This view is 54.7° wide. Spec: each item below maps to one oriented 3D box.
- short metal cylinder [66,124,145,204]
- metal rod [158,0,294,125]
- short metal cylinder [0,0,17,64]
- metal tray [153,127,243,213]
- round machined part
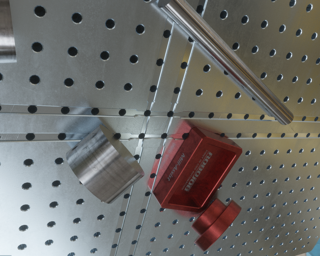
[{"bbox_3d":[-0.063,0.042,0.367,0.050,0.080,0.080,-41,129,0],"label":"short metal cylinder"},{"bbox_3d":[0.108,-0.077,0.422,0.301,0.025,0.025,31,101,-38],"label":"metal rod"},{"bbox_3d":[-0.145,-0.090,0.241,0.050,0.080,0.079,-8,122,-24],"label":"short metal cylinder"},{"bbox_3d":[0.059,0.069,0.482,0.091,0.030,0.129,19,109,-36],"label":"metal tray"},{"bbox_3d":[0.090,0.157,0.527,0.098,0.042,0.098,-44,164,-15],"label":"round machined part"}]
